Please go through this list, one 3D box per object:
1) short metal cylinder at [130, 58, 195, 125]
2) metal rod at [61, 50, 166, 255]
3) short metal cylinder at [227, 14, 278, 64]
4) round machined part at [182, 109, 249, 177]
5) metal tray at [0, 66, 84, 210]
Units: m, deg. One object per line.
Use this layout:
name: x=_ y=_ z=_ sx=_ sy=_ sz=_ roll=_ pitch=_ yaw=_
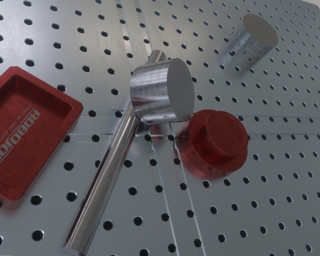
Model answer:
short metal cylinder: x=0.005 y=-0.045 z=0.397 sx=0.080 sy=0.050 sz=0.080 roll=16 pitch=71 yaw=-59
metal rod: x=-0.042 y=0.004 z=0.382 sx=0.025 sy=0.025 sz=0.300 roll=28 pitch=52 yaw=-11
short metal cylinder: x=0.176 y=-0.169 z=0.589 sx=0.081 sy=0.050 sz=0.080 roll=14 pitch=56 yaw=-21
round machined part: x=0.083 y=0.015 z=0.432 sx=0.099 sy=0.042 sz=0.098 roll=14 pitch=56 yaw=-21
metal tray: x=-0.151 y=0.005 z=0.320 sx=0.090 sy=0.030 sz=0.130 roll=31 pitch=52 yaw=-9
